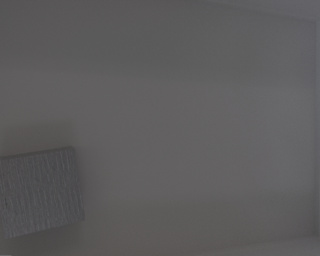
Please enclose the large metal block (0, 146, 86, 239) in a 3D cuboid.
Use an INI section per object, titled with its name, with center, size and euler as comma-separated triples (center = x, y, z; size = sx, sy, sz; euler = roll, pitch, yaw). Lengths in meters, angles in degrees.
[large metal block]
center = -0.133, 0.067, 0.348
size = 0.081, 0.050, 0.080
euler = -9, 93, -20
